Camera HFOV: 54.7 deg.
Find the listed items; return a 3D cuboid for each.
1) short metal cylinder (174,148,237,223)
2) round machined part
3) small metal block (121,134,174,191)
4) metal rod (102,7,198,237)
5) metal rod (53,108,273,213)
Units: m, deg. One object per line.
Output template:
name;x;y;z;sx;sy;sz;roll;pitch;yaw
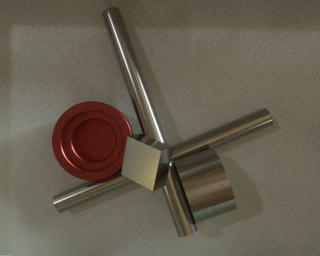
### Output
short metal cylinder;0.054;0.071;0.383;0.050;0.080;0.080;-20;90;0
round machined part;-0.084;0.016;0.401;0.099;0.042;0.097;0;90;-1
small metal block;-0.016;0.039;0.369;0.050;0.025;0.050;21;109;32
metal rod;-0.015;-0.013;0.392;0.025;0.025;0.299;-19;83;0
metal rod;0.005;0.043;0.410;0.301;0.025;0.025;-23;90;-1
